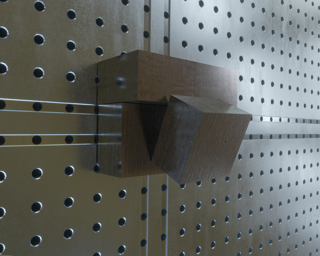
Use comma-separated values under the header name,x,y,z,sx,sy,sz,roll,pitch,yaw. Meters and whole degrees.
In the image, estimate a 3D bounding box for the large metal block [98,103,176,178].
name,x,y,z,sx,sy,sz,roll,pitch,yaw
large metal block,-0.026,0.013,0.371,0.081,0.050,0.079,1,90,-40

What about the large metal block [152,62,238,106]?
name,x,y,z,sx,sy,sz,roll,pitch,yaw
large metal block,0.045,-0.051,0.412,0.081,0.080,0.050,1,90,-40

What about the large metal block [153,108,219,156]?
name,x,y,z,sx,sy,sz,roll,pitch,yaw
large metal block,0.037,0.014,0.423,0.081,0.050,0.079,1,90,-40

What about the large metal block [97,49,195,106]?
name,x,y,z,sx,sy,sz,roll,pitch,yaw
large metal block,-0.017,-0.052,0.360,0.081,0.080,0.050,1,90,-40

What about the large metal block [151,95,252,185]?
name,x,y,z,sx,sy,sz,roll,pitch,yaw
large metal block,0.046,0.011,0.347,0.081,0.050,0.079,0,114,-40
